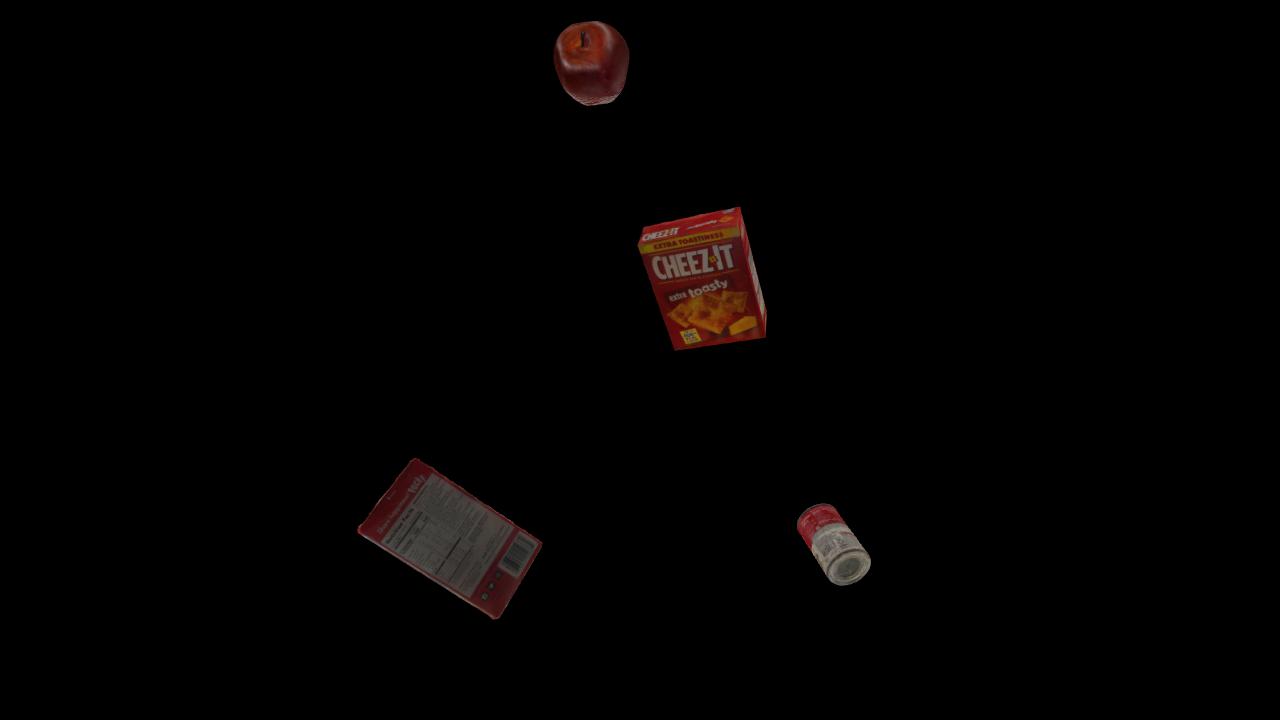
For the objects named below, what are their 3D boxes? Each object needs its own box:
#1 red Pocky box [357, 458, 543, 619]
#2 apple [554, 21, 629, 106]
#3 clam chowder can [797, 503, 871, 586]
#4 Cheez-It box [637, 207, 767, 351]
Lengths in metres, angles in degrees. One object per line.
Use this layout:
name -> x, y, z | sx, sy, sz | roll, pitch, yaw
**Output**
red Pocky box -> -0.179, 0.171, 0.591 | 0.155, 0.083, 0.028 | 38, -29, -10
apple -> -0.049, -0.308, 0.641 | 0.079, 0.079, 0.093 | 0, -8, 9
clam chowder can -> 0.283, 0.269, 0.902 | 0.068, 0.068, 0.102 | 0, 25, -13
Cheez-It box -> 0.109, -0.128, 1.021 | 0.166, 0.223, 0.071 | -8, 38, 19
